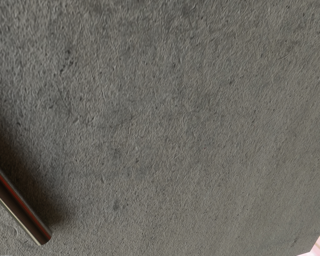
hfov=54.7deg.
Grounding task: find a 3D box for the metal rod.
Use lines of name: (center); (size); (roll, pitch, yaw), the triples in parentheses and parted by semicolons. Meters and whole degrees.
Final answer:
metal rod: (-0.190, 0.031, 0.322); (0.025, 0.025, 0.298); (-26, 128, -12)
